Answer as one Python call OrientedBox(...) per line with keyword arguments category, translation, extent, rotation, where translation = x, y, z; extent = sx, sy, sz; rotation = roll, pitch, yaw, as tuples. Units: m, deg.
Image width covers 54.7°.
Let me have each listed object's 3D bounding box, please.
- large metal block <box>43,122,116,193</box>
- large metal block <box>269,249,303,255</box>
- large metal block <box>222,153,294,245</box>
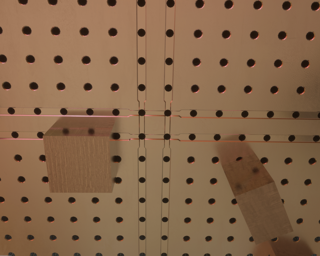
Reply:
OrientedBox(category="large metal block", translation=(-0.102, 0.038, 0.413), extent=(0.081, 0.050, 0.079), rotation=(0, 110, -1))
OrientedBox(category="large metal block", translation=(0.211, 0.251, 0.496), extent=(0.081, 0.050, 0.079), rotation=(14, 109, -6))
OrientedBox(category="large metal block", translation=(0.130, 0.093, 0.420), extent=(0.050, 0.080, 0.080), rotation=(-24, 109, 8))
